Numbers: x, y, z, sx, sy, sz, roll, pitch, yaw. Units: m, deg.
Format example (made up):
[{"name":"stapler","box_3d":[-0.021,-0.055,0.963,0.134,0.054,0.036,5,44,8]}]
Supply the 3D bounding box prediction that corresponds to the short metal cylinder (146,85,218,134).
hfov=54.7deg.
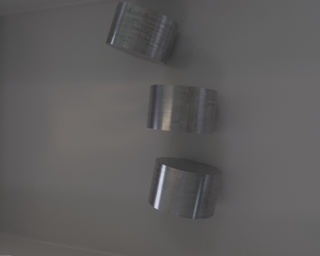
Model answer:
[{"name":"short metal cylinder","box_3d":[0.026,-0.022,0.372,0.080,0.080,0.050,6,92,20]}]

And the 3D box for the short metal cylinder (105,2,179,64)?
[{"name":"short metal cylinder","box_3d":[-0.022,-0.116,0.389,0.080,0.080,0.050,21,97,18]}]

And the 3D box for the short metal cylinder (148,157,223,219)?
[{"name":"short metal cylinder","box_3d":[0.030,0.069,0.371,0.080,0.080,0.050,12,94,19]}]
